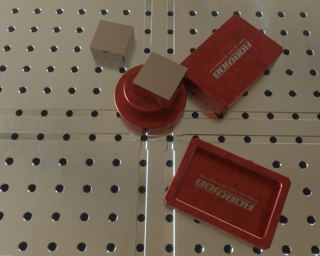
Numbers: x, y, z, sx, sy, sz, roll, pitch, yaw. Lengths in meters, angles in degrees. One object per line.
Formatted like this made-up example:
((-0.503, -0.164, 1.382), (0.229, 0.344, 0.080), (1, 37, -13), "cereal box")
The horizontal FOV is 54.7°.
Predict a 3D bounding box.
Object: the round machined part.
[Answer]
((-0.013, -0.046, 0.419), (0.099, 0.042, 0.098), (0, 70, 0), "round machined part")

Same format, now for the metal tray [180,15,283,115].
((0.099, -0.092, 0.443), (0.090, 0.030, 0.130), (42, 75, 13), "metal tray")

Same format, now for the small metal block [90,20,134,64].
((-0.069, -0.127, 0.458), (0.050, 0.025, 0.050), (13, 70, 4), "small metal block")

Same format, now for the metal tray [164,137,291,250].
((0.081, 0.079, 0.380), (0.130, 0.030, 0.090), (24, 72, 8), "metal tray")

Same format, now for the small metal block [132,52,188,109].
((0.001, -0.060, 0.389), (0.050, 0.025, 0.050), (27, 72, 9), "small metal block")
